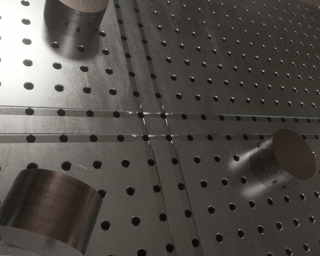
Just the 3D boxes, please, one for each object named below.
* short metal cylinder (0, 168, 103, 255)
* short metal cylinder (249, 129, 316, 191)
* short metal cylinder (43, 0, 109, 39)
[{"bbox_3d":[-0.098,0.078,0.274,0.080,0.080,0.050,25,53,-14],"label":"short metal cylinder"},{"bbox_3d":[0.183,0.048,0.464,0.081,0.050,0.080,14,56,-21],"label":"short metal cylinder"},{"bbox_3d":[-0.118,-0.174,0.435,0.081,0.050,0.080,14,56,-21],"label":"short metal cylinder"}]
